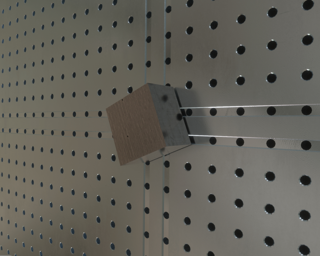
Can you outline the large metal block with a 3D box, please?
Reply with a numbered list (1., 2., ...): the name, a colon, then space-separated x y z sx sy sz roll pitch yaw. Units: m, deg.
1. large metal block: -0.017 -0.003 0.401 0.080 0.050 0.080 -26 74 36
